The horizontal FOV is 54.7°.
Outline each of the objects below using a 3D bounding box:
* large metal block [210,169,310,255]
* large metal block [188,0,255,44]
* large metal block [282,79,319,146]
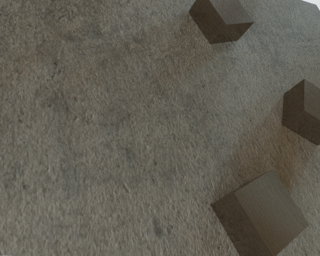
[{"bbox_3d":[0.125,0.109,0.391,0.081,0.050,0.080,-20,72,-36],"label":"large metal block"},{"bbox_3d":[0.114,-0.208,0.579,0.081,0.050,0.080,-18,72,-35],"label":"large metal block"},{"bbox_3d":[0.270,-0.028,0.554,0.080,0.050,0.080,29,52,-10],"label":"large metal block"}]
